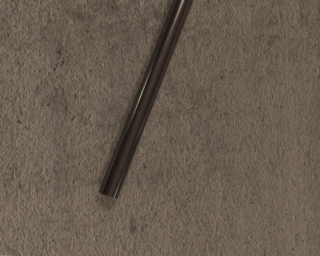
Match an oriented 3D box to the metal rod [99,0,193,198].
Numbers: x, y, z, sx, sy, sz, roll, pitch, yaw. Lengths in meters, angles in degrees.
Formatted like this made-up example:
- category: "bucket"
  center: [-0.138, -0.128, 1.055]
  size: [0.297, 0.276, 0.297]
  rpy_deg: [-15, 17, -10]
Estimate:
- category: "metal rod"
  center: [-0.012, -0.056, 0.405]
  size: [0.025, 0.025, 0.299]
  rpy_deg: [23, 82, -19]
